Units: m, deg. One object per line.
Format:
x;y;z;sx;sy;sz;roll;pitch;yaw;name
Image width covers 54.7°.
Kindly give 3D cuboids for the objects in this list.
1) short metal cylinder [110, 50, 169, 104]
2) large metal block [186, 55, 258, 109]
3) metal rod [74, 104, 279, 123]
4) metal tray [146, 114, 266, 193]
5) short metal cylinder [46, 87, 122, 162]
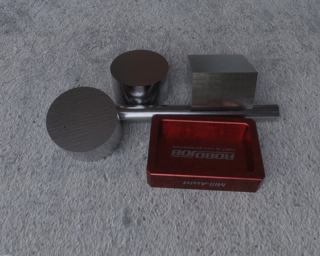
-0.028;-0.068;0.446;0.081;0.050;0.080;0;49;0;short metal cylinder
0.080;-0.066;0.428;0.081;0.050;0.080;0;29;-1;large metal block
0.008;-0.019;0.422;0.302;0.025;0.025;-1;50;-1;metal rod
0.053;0.028;0.377;0.131;0.030;0.090;3;50;2;metal tray
-0.089;-0.003;0.374;0.081;0.050;0.080;0;71;-1;short metal cylinder
